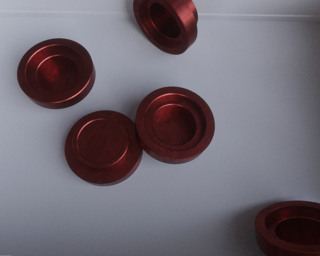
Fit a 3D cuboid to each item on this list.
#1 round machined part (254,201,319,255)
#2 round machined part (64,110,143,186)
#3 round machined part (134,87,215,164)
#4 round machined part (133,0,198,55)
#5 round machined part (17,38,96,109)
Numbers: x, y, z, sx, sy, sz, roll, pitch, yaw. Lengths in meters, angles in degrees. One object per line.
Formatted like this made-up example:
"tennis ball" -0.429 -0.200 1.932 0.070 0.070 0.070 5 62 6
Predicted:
"round machined part" 0.156 0.122 0.338 0.099 0.098 0.042 -10 104 -4
"round machined part" -0.072 0.022 0.392 0.099 0.042 0.098 0 70 0
"round machined part" 0.016 -0.001 0.396 0.099 0.042 0.098 3 68 -8
"round machined part" 0.013 -0.154 0.427 0.098 0.098 0.042 39 70 12
"round machined part" -0.138 -0.070 0.425 0.099 0.042 0.098 0 70 -1
